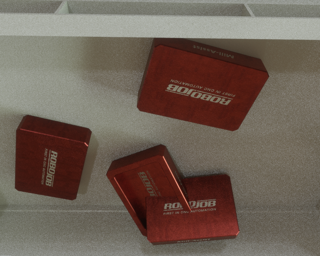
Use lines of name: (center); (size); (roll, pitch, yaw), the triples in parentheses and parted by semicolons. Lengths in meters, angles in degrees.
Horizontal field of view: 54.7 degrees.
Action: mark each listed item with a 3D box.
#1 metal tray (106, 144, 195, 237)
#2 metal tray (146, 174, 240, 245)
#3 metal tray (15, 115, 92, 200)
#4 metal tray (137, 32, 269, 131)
metal tray: (-0.010, 0.097, 0.464); (0.090, 0.030, 0.129); (-20, 111, 16)
metal tray: (0.046, 0.123, 0.468); (0.131, 0.090, 0.030); (-7, 151, 5)
metal tray: (-0.155, 0.047, 0.445); (0.091, 0.030, 0.129); (13, 129, -12)
metal tray: (0.046, -0.050, 0.364); (0.131, 0.030, 0.089); (12, 129, -10)
